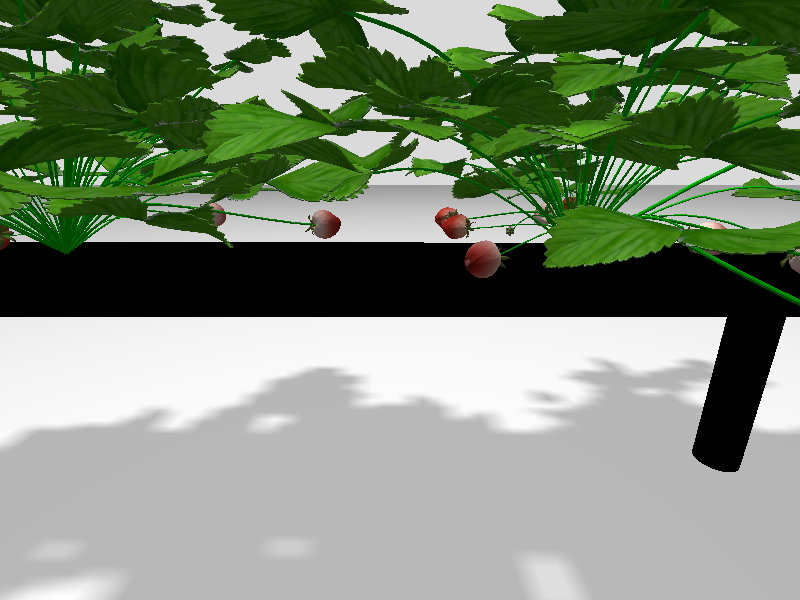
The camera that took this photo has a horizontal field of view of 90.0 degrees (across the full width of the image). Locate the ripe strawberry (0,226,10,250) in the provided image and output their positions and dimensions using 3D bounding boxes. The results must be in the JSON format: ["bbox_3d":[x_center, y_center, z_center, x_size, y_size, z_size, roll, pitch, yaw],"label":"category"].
[{"bbox_3d":[-0.381,-0.060,0.366,0.034,0.033,0.032,3,18,11],"label":"ripe strawberry"}]

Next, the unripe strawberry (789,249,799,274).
[{"bbox_3d":[0.281,-0.026,0.270,0.026,0.022,0.026,25,28,27],"label":"unripe strawberry"}]

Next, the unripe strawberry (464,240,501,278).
[{"bbox_3d":[0.054,-0.027,0.271,0.027,0.026,0.025,-15,23,-37],"label":"unripe strawberry"}]

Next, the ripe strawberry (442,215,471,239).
[{"bbox_3d":[0.059,-0.078,0.428,0.030,0.025,0.030,14,22,38],"label":"ripe strawberry"}]

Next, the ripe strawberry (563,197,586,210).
[{"bbox_3d":[0.239,-0.122,0.547,0.042,0.037,0.038,7,9,21],"label":"ripe strawberry"}]

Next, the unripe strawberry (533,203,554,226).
[{"bbox_3d":[0.191,-0.113,0.532,0.026,0.030,0.029,3,10,10],"label":"unripe strawberry"}]

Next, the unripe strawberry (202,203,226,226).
[{"bbox_3d":[-0.245,-0.113,0.524,0.037,0.032,0.037,5,18,14],"label":"unripe strawberry"}]

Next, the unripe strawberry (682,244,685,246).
[{"bbox_3d":[0.277,-0.057,0.384,0.013,0.013,0.012,-37,23,-2],"label":"unripe strawberry"}]

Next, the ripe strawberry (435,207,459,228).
[{"bbox_3d":[0.057,-0.100,0.495,0.031,0.028,0.028,-11,20,-31],"label":"ripe strawberry"}]

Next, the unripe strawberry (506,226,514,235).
[{"bbox_3d":[0.127,-0.081,0.465,0.009,0.010,0.010,-4,17,-13],"label":"unripe strawberry"}]

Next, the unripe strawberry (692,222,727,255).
[{"bbox_3d":[0.263,-0.052,0.339,0.033,0.029,0.033,2,18,6],"label":"unripe strawberry"}]

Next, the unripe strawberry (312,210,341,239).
[{"bbox_3d":[-0.081,-0.084,0.446,0.032,0.031,0.030,-7,19,-24],"label":"unripe strawberry"}]
